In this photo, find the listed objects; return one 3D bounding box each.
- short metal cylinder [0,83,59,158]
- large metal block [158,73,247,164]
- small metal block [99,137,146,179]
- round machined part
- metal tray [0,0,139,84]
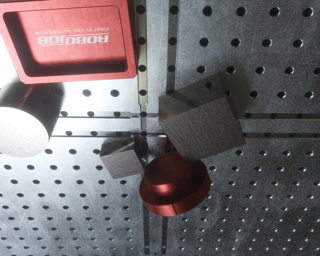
[{"bbox_3d":[-0.173,-0.009,0.386,0.081,0.050,0.079,0,130,0],"label":"short metal cylinder"},{"bbox_3d":[0.052,-0.009,0.387,0.080,0.050,0.080,-22,127,17],"label":"large metal block"},{"bbox_3d":[-0.053,0.044,0.449,0.050,0.025,0.050,-13,129,11],"label":"small metal block"},{"bbox_3d":[0.016,0.069,0.423,0.098,0.098,0.042,-15,118,12],"label":"round machined part"},{"bbox_3d":[-0.092,-0.095,0.326,0.131,0.030,0.089,-3,130,2],"label":"metal tray"}]
